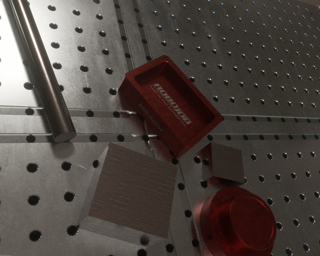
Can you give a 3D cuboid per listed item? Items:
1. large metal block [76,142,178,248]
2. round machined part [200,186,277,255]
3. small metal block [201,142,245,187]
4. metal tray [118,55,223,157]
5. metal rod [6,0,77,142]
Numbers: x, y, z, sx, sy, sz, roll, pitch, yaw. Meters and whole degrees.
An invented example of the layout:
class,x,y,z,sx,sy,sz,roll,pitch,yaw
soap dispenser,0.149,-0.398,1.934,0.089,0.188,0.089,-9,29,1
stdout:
class,x,y,z,sx,sy,sz,roll,pitch,yaw
large metal block,-0.033,0.073,0.331,0.080,0.050,0.080,22,53,-16
round machined part,0.103,0.118,0.382,0.099,0.042,0.098,14,56,-21
small metal block,0.086,0.052,0.425,0.050,0.025,0.050,16,55,-20
metal tray,0.017,-0.035,0.436,0.130,0.030,0.091,49,51,6
metal rod,-0.166,-0.119,0.391,0.025,0.025,0.299,-13,68,-34
